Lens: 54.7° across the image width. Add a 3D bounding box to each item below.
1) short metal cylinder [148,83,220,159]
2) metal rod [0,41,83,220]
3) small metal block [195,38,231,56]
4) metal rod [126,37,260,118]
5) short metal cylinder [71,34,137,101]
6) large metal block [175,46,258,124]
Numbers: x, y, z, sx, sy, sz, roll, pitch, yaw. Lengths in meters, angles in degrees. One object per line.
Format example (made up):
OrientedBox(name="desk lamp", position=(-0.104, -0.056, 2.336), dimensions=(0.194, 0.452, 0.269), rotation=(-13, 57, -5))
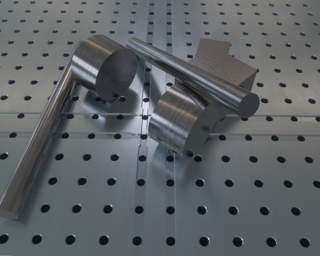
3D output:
OrientedBox(name="short metal cylinder", position=(0.030, -0.009, 0.380), dimensions=(0.050, 0.080, 0.080), rotation=(31, 56, 23))
OrientedBox(name="metal rod", position=(-0.146, -0.022, 0.424), dimensions=(0.025, 0.025, 0.300), rotation=(5, 50, 4))
OrientedBox(name="small metal block", position=(0.086, -0.120, 0.509), dimensions=(0.050, 0.025, 0.050), rotation=(12, 51, 9))
OrientedBox(name="metal rod", position=(0.018, -0.081, 0.408), dimensions=(0.025, 0.025, 0.300), rotation=(-22, 32, -17))
OrientedBox(name="short metal cylinder", position=(-0.078, -0.086, 0.444), dimensions=(0.050, 0.080, 0.080), rotation=(33, 58, 25))
OrientedBox(name="large metal block", position=(0.078, -0.064, 0.446), dimensions=(0.080, 0.050, 0.080), rotation=(-37, 59, -27))
